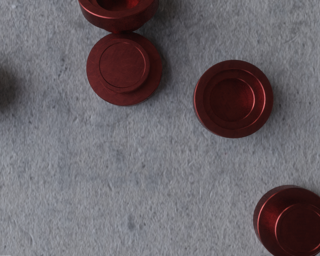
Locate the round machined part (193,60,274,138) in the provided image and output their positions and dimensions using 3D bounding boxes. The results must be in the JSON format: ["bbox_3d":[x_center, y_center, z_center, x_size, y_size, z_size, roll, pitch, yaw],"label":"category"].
[{"bbox_3d":[0.091,-0.036,0.403,0.099,0.042,0.097,0,90,-1],"label":"round machined part"}]

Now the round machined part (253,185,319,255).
[{"bbox_3d":[0.177,0.127,0.404,0.099,0.042,0.097,0,90,-1],"label":"round machined part"}]

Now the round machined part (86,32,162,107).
[{"bbox_3d":[-0.046,-0.077,0.401,0.099,0.042,0.097,0,90,-1],"label":"round machined part"}]

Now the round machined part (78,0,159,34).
[{"bbox_3d":[-0.050,-0.158,0.388,0.099,0.042,0.098,0,64,1],"label":"round machined part"}]
